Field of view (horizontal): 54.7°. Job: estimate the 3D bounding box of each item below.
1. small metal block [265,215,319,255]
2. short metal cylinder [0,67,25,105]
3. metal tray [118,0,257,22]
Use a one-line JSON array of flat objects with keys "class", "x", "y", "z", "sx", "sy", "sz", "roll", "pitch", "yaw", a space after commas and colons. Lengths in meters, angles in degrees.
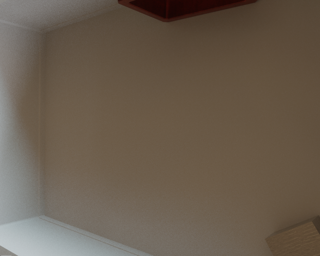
[{"class": "small metal block", "x": 0.138, "y": 0.118, "z": 0.292, "sx": 0.050, "sy": 0.025, "sz": 0.050, "roll": -38, "pitch": 67, "yaw": 33}, {"class": "short metal cylinder", "x": -0.336, "y": -0.090, "z": 0.666, "sx": 0.080, "sy": 0.050, "sz": 0.079, "roll": 0, "pitch": 90, "yaw": 39}, {"class": "metal tray", "x": 0.029, "y": -0.153, "z": 0.338, "sx": 0.130, "sy": 0.091, "sz": 0.030, "roll": 3, "pitch": 92, "yaw": 39}]
